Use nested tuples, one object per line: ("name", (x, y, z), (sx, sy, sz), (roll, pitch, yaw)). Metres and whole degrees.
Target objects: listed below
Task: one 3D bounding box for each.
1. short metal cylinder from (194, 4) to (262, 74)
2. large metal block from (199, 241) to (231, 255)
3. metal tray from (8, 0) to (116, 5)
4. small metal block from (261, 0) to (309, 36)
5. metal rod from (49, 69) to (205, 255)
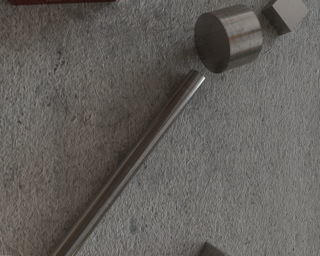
("short metal cylinder", (0.089, -0.118, 0.414), (0.050, 0.080, 0.080), (-21, 98, -19))
("large metal block", (0.087, 0.220, 0.430), (0.080, 0.050, 0.080), (35, 79, -17))
("metal tray", (-0.116, -0.196, 0.363), (0.131, 0.030, 0.089), (-11, 94, -20))
("small metal block", (0.195, -0.182, 0.483), (0.050, 0.025, 0.050), (45, 76, -15))
("metal rod", (-0.036, 0.044, 0.396), (0.025, 0.025, 0.300), (41, 77, -16))
